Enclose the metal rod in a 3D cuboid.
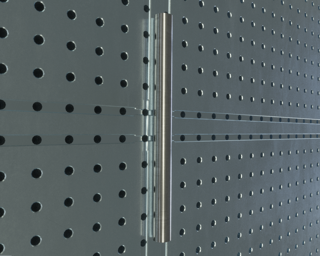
[{"bbox_3d":[0.004,-0.001,0.414,0.025,0.025,0.298,1,90,-40],"label":"metal rod"}]
